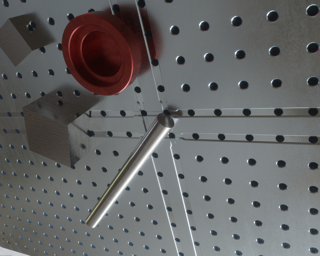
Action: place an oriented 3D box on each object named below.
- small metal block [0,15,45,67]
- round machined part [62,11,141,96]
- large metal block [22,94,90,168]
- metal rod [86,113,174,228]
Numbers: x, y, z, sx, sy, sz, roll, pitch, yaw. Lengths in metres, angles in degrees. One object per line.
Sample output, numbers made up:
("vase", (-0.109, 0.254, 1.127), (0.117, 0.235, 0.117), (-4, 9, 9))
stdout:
("small metal block", (-0.201, -0.123, 0.441), (0.050, 0.025, 0.050), (-25, 105, 36))
("round machined part", (-0.066, -0.092, 0.378), (0.098, 0.042, 0.097), (13, 124, 21))
("large metal block", (-0.157, 0.004, 0.480), (0.080, 0.050, 0.079), (19, 126, 17))
("metal rod", (-0.060, 0.084, 0.494), (0.025, 0.025, 0.298), (38, 129, 2))
